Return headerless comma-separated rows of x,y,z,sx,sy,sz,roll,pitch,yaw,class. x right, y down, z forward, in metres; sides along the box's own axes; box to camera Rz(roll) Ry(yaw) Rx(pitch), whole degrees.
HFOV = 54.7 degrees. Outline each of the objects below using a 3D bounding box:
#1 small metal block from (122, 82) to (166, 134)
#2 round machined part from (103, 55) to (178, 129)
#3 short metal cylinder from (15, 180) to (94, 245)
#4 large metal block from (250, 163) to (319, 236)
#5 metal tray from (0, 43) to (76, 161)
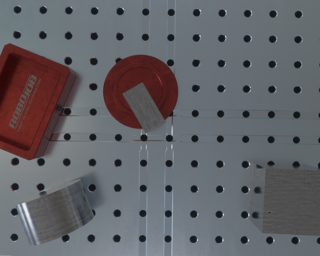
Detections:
-0.017,-0.022,0.359,0.025,0.050,0.050,-30,91,0,small metal block
-0.025,-0.047,0.404,0.099,0.042,0.097,0,90,0,round machined part
-0.129,0.102,0.385,0.080,0.080,0.050,-20,90,0,short metal cylinder
0.167,0.090,0.402,0.080,0.050,0.080,3,90,0,large metal block
-0.179,-0.033,0.409,0.090,0.030,0.129,23,90,0,metal tray
